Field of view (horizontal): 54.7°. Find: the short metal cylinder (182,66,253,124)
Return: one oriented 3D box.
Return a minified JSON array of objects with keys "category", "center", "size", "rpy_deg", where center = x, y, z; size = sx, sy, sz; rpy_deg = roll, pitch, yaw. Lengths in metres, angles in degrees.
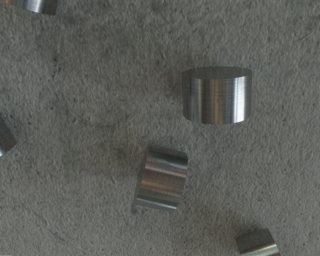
[{"category":"short metal cylinder","center":[0.067,-0.041,0.366],"size":[0.081,0.080,0.050],"rpy_deg":[-3,110,1]}]

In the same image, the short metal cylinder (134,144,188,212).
[{"category":"short metal cylinder","center":[0.000,0.065,0.404],"size":[0.050,0.080,0.079],"rpy_deg":[14,109,-6]}]

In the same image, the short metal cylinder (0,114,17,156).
[{"category":"short metal cylinder","center":[-0.229,0.015,0.383],"size":[0.080,0.080,0.050],"rpy_deg":[-20,109,7]}]

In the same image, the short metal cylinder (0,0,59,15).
[{"category":"short metal cylinder","center":[-0.144,-0.156,0.321],"size":[0.080,0.080,0.050],"rpy_deg":[18,109,-7]}]

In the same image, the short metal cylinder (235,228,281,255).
[{"category":"short metal cylinder","center":[0.148,0.194,0.454],"size":[0.050,0.080,0.080],"rpy_deg":[-20,109,7]}]
